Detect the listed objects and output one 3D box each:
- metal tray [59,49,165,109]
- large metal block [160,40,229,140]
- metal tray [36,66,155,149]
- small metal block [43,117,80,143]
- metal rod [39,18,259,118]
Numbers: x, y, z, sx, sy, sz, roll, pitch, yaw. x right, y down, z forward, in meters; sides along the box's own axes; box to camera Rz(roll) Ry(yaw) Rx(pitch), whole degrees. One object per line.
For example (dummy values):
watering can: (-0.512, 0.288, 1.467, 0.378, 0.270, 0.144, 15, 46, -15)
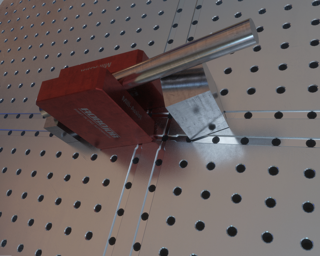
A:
metal tray: (-0.064, -0.056, 0.432, 0.130, 0.090, 0.030, -8, 59, 23)
large metal block: (0.040, -0.044, 0.377, 0.050, 0.080, 0.080, -20, 54, 16)
metal tray: (-0.074, -0.018, 0.389, 0.090, 0.130, 0.030, -9, 59, 23)
small metal block: (-0.144, -0.012, 0.472, 0.025, 0.050, 0.050, -8, 58, 24)
metal rod: (-0.037, -0.058, 0.365, 0.300, 0.025, 0.025, -14, 56, 31)
